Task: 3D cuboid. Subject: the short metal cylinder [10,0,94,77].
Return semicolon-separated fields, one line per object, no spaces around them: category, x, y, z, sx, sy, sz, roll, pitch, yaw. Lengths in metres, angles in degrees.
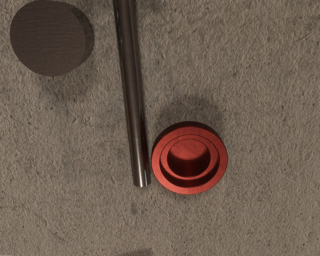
short metal cylinder;-0.121;-0.104;0.357;0.081;0.050;0.079;0;110;-1

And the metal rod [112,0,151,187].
metal rod;-0.036;-0.063;0.386;0.025;0.025;0.298;-4;110;1

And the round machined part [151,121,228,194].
round machined part;0.038;0.036;0.415;0.099;0.042;0.097;0;110;-1
